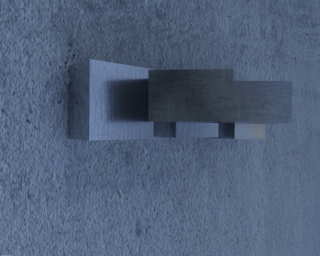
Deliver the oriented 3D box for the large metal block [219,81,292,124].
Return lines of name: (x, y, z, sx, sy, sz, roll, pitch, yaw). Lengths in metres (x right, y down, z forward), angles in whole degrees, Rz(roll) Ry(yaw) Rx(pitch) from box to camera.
large metal block: (0.121, -0.031, 0.412, 0.080, 0.080, 0.050, 1, 89, 4)

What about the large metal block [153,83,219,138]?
large metal block: (0.034, -0.028, 0.421, 0.081, 0.050, 0.079, 1, 90, -40)

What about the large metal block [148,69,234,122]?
large metal block: (0.032, -0.031, 0.334, 0.080, 0.080, 0.050, -11, 101, -85)

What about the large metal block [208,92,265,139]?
large metal block: (0.124, -0.023, 0.497, 0.081, 0.050, 0.079, 2, 89, -40)

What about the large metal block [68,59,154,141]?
large metal block: (-0.054, -0.028, 0.346, 0.081, 0.050, 0.079, 0, 90, -40)
